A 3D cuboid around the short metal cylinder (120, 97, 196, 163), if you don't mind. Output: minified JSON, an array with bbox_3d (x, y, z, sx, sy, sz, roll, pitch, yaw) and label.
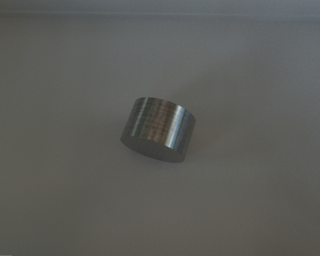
[{"bbox_3d":[-0.002,0.004,0.379,0.080,0.080,0.050,17,71,6],"label":"short metal cylinder"}]
